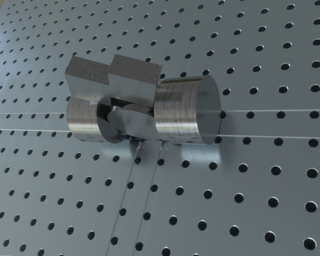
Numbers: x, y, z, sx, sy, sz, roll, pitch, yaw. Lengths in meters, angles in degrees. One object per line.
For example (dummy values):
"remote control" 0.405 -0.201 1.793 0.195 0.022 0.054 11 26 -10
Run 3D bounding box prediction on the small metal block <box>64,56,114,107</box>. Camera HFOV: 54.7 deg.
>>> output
"small metal block" -0.078 -0.053 0.362 0.050 0.050 0.025 15 66 0

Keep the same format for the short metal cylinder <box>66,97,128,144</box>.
"short metal cylinder" -0.080 -0.019 0.426 0.050 0.080 0.080 1 62 29

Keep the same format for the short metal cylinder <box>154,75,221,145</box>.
"short metal cylinder" 0.035 -0.021 0.366 0.050 0.080 0.080 0 62 29

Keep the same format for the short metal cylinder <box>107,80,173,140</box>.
"short metal cylinder" -0.021 -0.024 0.399 0.080 0.080 0.050 1 63 29

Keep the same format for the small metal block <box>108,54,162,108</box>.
"small metal block" -0.027 -0.050 0.339 0.050 0.050 0.025 14 66 1
